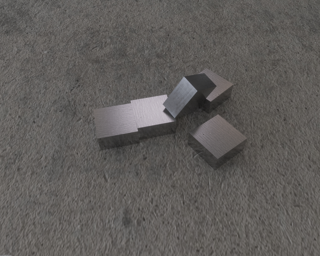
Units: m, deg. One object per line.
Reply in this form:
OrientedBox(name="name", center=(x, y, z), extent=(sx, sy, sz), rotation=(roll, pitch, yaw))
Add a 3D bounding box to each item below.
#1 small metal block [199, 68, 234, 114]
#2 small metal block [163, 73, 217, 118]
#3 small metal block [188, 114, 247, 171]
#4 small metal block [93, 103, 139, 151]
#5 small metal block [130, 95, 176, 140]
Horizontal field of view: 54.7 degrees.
OrientedBox(name="small metal block", center=(0.069, -0.054, 0.449), extent=(0.050, 0.025, 0.050), rotation=(-37, 59, -27))
OrientedBox(name="small metal block", center=(0.039, -0.043, 0.405), extent=(0.025, 0.050, 0.050), rotation=(50, 37, 15))
OrientedBox(name="small metal block", center=(0.071, 0.017, 0.389), extent=(0.050, 0.025, 0.050), rotation=(-31, 57, -23))
OrientedBox(name="small metal block", center=(-0.057, -0.002, 0.405), extent=(0.050, 0.025, 0.050), rotation=(-10, 51, -9))
OrientedBox(name="small metal block", center=(-0.009, -0.015, 0.416), extent=(0.050, 0.025, 0.050), rotation=(-11, 51, -9))
